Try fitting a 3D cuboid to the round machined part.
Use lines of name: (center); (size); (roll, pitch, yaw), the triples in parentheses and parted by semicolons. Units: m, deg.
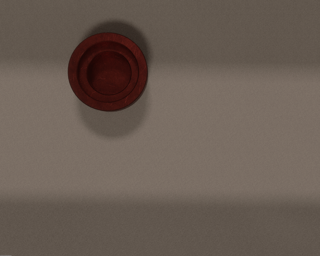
round machined part: (-0.064, -0.070, 0.402); (0.099, 0.042, 0.097); (0, 90, -1)
